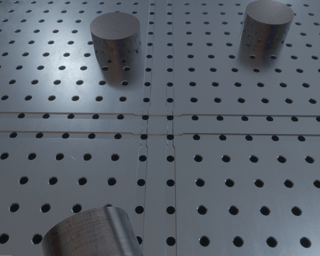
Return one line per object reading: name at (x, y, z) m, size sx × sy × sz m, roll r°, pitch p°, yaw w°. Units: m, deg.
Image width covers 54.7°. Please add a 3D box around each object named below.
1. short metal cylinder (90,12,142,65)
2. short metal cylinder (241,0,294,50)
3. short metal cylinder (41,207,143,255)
short metal cylinder at (-0.072, -0.149, 0.516) m, size 0.081 × 0.050 × 0.080 m, roll 0°, pitch 50°, yaw 0°
short metal cylinder at (0.187, -0.182, 0.546) m, size 0.081 × 0.050 × 0.080 m, roll 0°, pitch 50°, yaw 0°
short metal cylinder at (-0.058, 0.114, 0.275) m, size 0.081 × 0.080 × 0.050 m, roll -19°, pitch 53°, yaw -15°
